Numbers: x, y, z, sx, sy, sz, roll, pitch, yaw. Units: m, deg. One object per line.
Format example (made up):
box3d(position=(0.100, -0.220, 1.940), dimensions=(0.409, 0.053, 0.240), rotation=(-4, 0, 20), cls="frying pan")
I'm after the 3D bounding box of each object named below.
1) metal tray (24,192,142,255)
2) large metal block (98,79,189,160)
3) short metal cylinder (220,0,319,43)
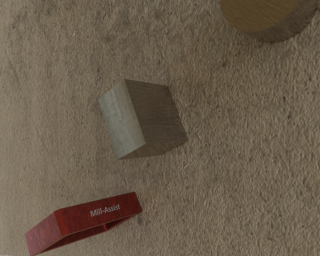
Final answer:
box3d(position=(-0.099, 0.127, 0.418), dimensions=(0.090, 0.131, 0.030), rotation=(-38, 67, 34), cls="metal tray")
box3d(position=(-0.019, -0.009, 0.385), dimensions=(0.050, 0.081, 0.080), rotation=(-31, 71, 36), cls="large metal block")
box3d(position=(0.106, -0.128, 0.301), dimensions=(0.080, 0.050, 0.080), rotation=(0, 90, 40), cls="short metal cylinder")
